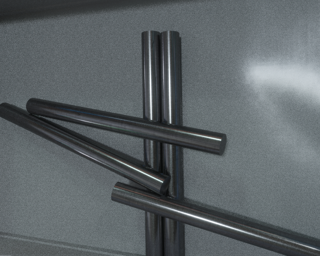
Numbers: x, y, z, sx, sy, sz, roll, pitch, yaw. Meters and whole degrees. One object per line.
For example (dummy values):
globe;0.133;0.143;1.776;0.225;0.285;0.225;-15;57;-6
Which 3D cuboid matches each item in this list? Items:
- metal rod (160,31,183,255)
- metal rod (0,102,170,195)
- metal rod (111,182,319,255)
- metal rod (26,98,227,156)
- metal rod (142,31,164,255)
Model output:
metal rod;0.015;0.027;0.401;0.025;0.025;0.298;-1;90;19
metal rod;-0.122;0.021;0.437;0.301;0.025;0.025;21;97;23
metal rod;0.086;0.116;0.360;0.301;0.025;0.025;14;95;13
metal rod;-0.063;-0.008;0.409;0.301;0.025;0.025;11;94;26
metal rod;-0.009;0.024;0.410;0.025;0.025;0.298;-1;90;19
